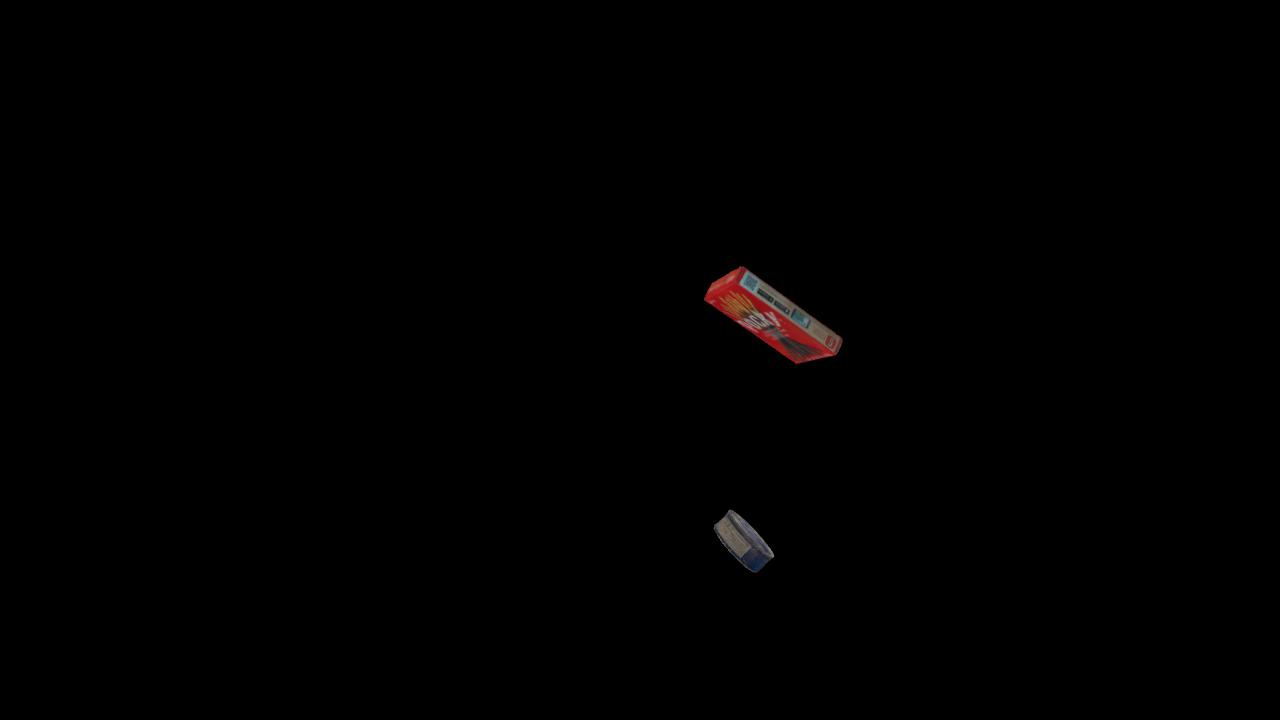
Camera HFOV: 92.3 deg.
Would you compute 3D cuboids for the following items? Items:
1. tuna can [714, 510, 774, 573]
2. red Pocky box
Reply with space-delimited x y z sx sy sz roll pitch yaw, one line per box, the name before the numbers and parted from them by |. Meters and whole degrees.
tuna can | 0.140 0.246 0.835 0.084 0.034 0.084 44 5 -4
red Pocky box | 0.158 -0.050 0.741 0.155 0.028 0.083 33 -17 -12
